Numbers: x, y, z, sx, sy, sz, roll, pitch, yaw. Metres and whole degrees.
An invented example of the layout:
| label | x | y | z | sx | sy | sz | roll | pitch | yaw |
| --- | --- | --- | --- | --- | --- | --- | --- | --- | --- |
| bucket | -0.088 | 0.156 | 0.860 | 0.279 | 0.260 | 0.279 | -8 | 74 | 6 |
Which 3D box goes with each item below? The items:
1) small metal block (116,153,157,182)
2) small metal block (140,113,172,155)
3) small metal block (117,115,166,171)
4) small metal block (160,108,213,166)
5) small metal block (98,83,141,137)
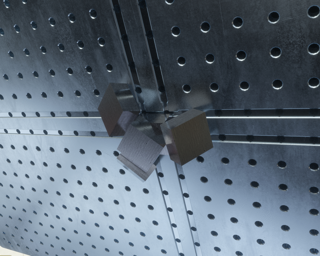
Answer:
| label | x | y | z | sx | sy | sz | roll | pitch | yaw |
| --- | --- | --- | --- | --- | --- | --- | --- | --- | --- |
| small metal block | -0.034 | 0.052 | 0.446 | 0.050 | 0.025 | 0.050 | 38 | 166 | 2 |
| small metal block | -0.007 | 0.008 | 0.420 | 0.050 | 0.025 | 0.050 | 1 | 122 | 27 |
| small metal block | -0.021 | 0.020 | 0.403 | 0.050 | 0.025 | 0.050 | 35 | 129 | 4 |
| small metal block | 0.034 | 0.010 | 0.381 | 0.025 | 0.050 | 0.050 | 24 | 136 | 56 |
| small metal block | -0.055 | -0.024 | 0.410 | 0.050 | 0.025 | 0.050 | -55 | 50 | 39 |
